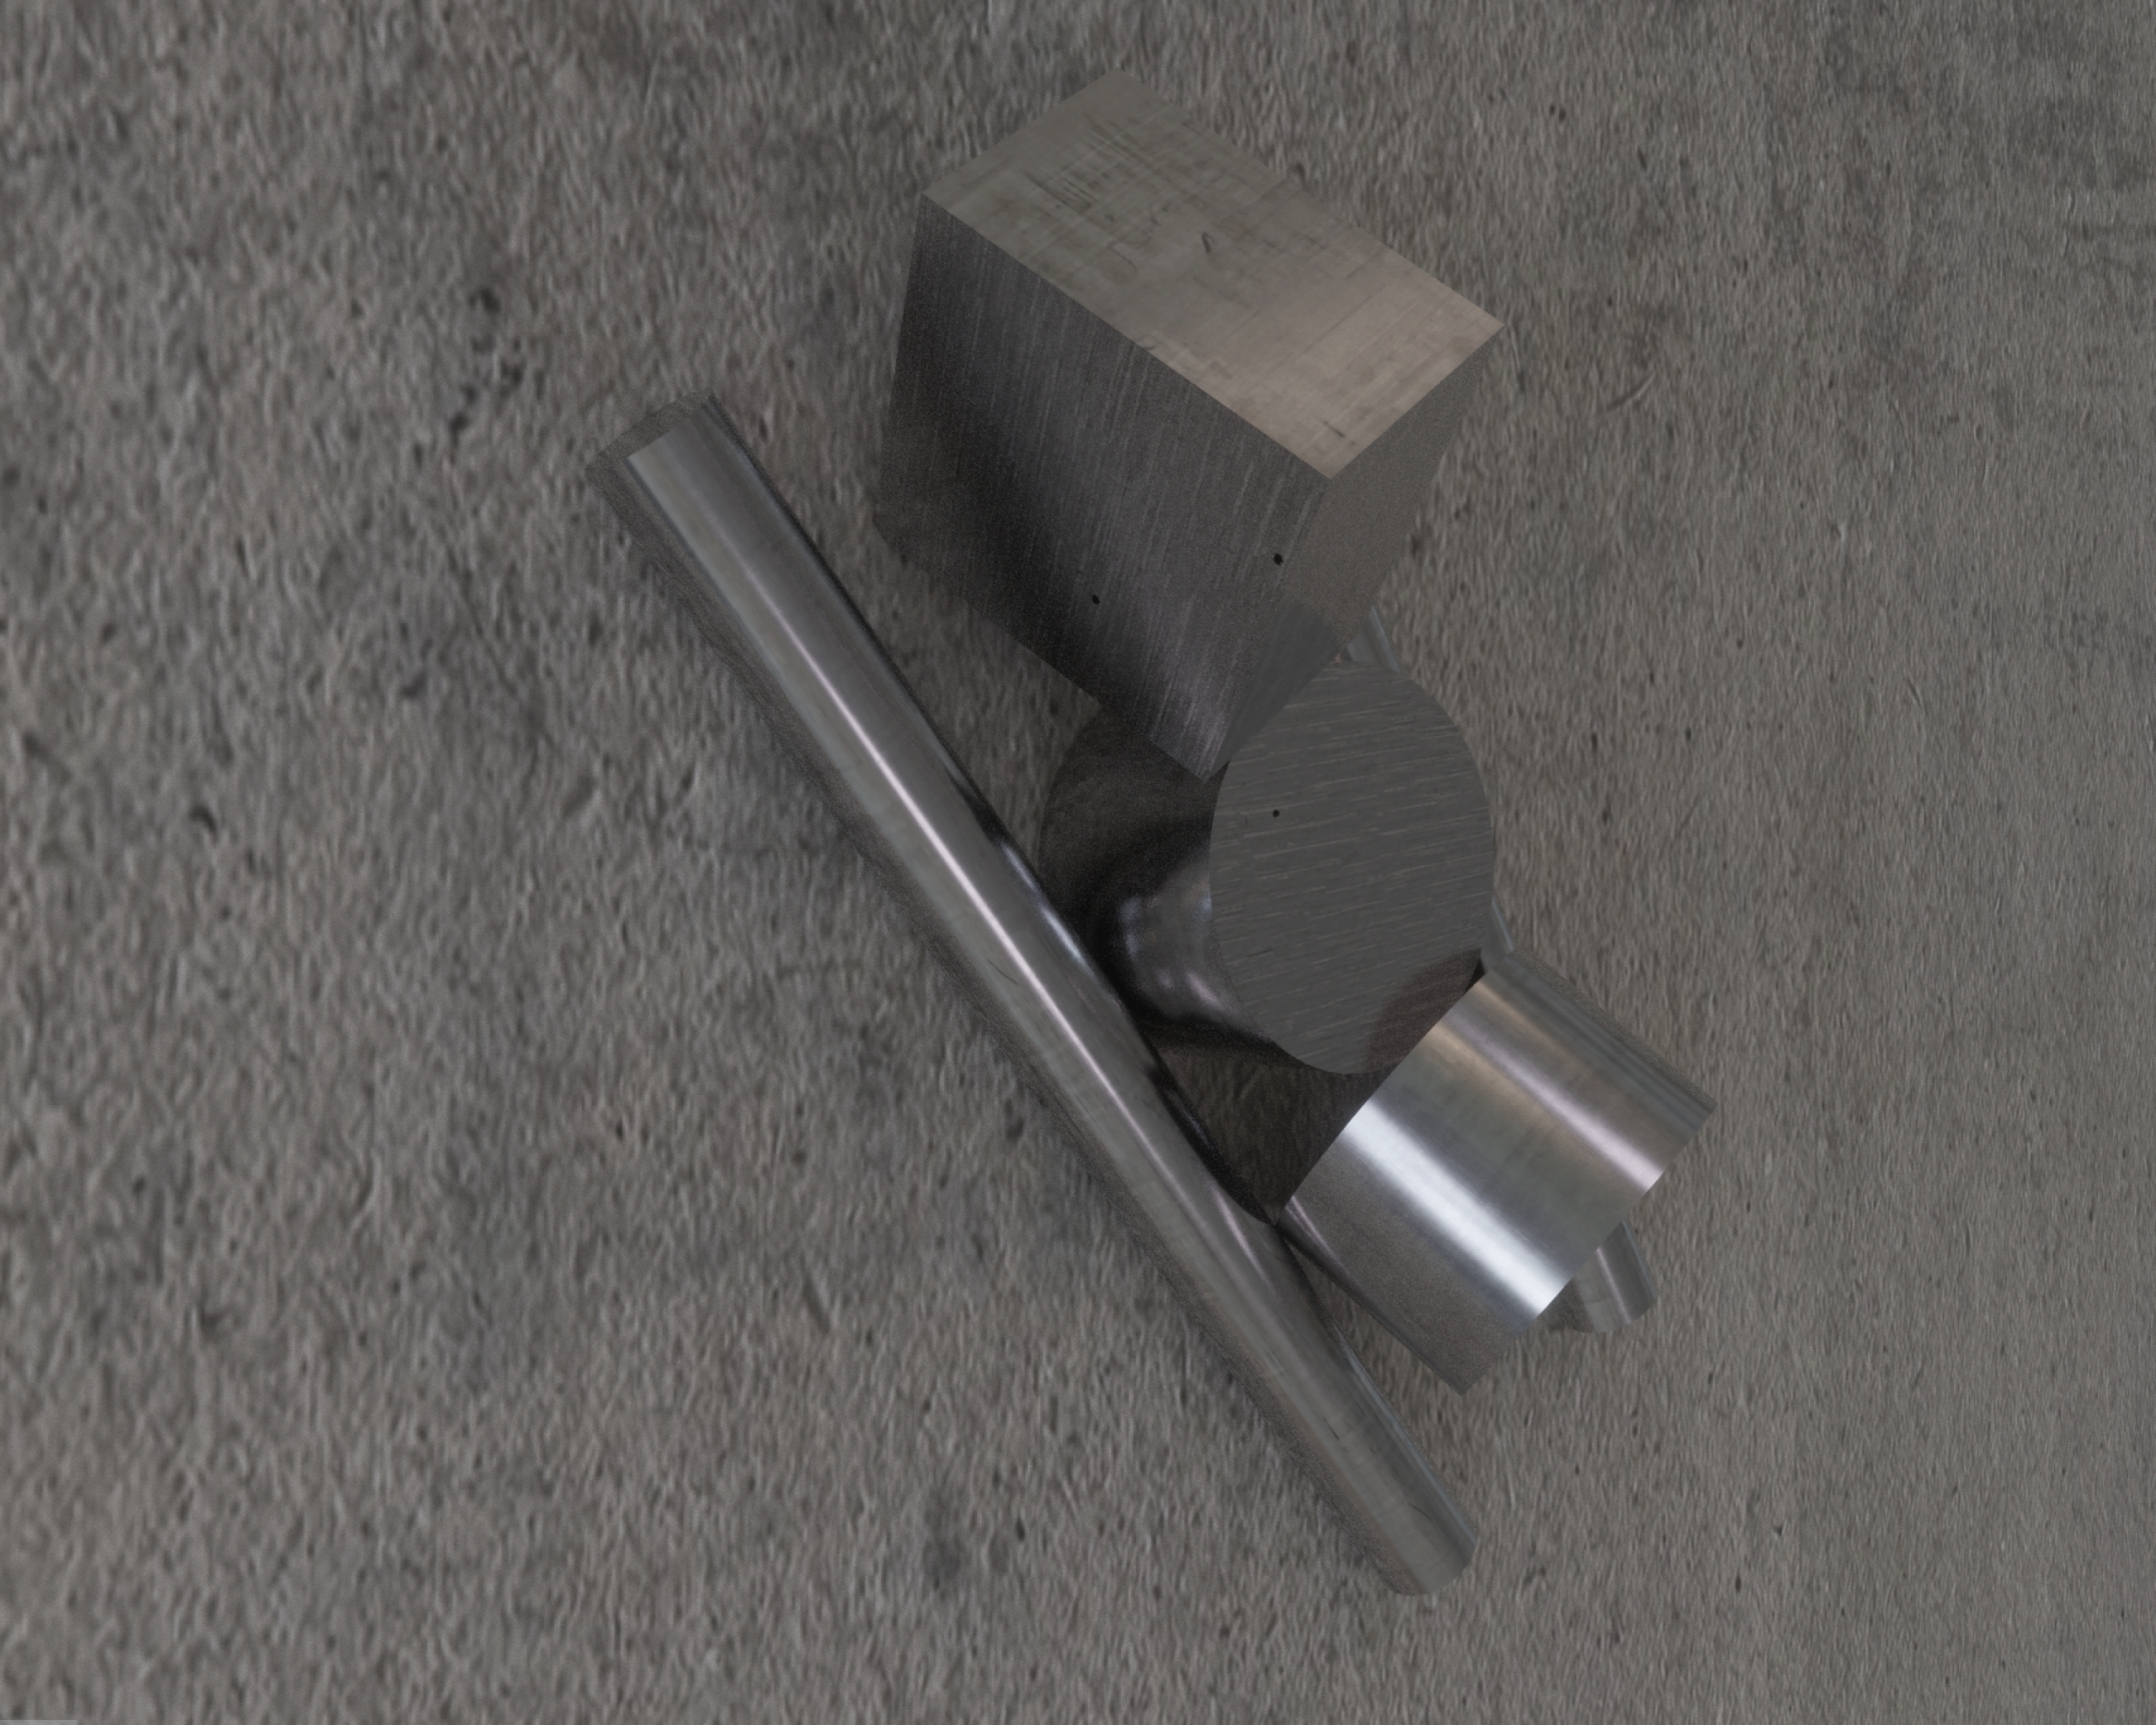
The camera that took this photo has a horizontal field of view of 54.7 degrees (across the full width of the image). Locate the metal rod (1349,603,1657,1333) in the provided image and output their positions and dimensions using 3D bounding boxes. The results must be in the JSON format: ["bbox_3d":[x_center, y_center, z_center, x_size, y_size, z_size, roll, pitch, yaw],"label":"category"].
[{"bbox_3d":[0.069,-0.018,0.463,0.025,0.025,0.299,-40,114,-33],"label":"metal rod"}]

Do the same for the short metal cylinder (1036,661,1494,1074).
[{"bbox_3d":[0.039,0.001,0.422,0.081,0.050,0.080,0,90,-40],"label":"short metal cylinder"}]

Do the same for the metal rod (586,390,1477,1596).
[{"bbox_3d":[0.004,0.042,0.408,0.025,0.025,0.299,-48,119,-29],"label":"metal rod"}]

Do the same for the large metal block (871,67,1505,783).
[{"bbox_3d":[0.015,-0.074,0.362,0.080,0.080,0.050,38,58,13],"label":"large metal block"}]

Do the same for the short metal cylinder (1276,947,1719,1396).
[{"bbox_3d":[0.087,0.064,0.435,0.050,0.080,0.080,41,55,15],"label":"short metal cylinder"}]
